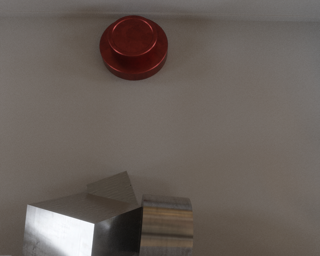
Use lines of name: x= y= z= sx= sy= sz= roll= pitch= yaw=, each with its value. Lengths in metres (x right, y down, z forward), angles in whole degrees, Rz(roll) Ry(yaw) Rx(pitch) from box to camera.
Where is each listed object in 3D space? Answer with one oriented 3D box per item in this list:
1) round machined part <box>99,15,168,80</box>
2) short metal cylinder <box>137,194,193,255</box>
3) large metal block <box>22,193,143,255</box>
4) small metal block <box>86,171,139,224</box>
round machined part: x=-0.038 y=-0.121 z=0.444 sx=0.099 sy=0.042 sz=0.098 roll=0 pitch=70 yaw=-1
short metal cylinder: x=0.003 y=0.114 z=0.336 sx=0.050 sy=0.080 sz=0.080 roll=6 pitch=70 yaw=-5
large metal block: x=-0.075 y=0.103 z=0.313 sx=0.080 sy=0.080 sz=0.050 roll=6 pitch=90 yaw=27
small metal block: x=-0.056 y=0.086 z=0.377 sx=0.050 sy=0.025 sz=0.050 roll=-19 pitch=71 yaw=-7
